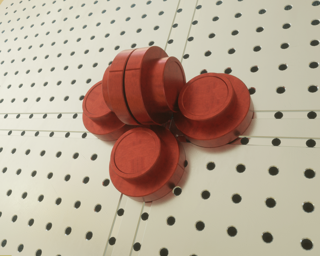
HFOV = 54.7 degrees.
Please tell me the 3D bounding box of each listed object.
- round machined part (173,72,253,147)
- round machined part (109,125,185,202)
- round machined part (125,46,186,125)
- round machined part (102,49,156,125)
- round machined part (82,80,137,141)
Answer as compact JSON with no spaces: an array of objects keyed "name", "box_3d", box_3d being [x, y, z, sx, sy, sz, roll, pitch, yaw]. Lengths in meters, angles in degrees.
[{"name":"round machined part","box_3d":[0.061,-0.029,0.381,0.098,0.042,0.098,-13,56,20]},{"name":"round machined part","box_3d":[-0.022,0.038,0.384,0.098,0.042,0.098,-13,56,20]},{"name":"round machined part","box_3d":[0.001,-0.053,0.385,0.042,0.098,0.098,-1,62,28]},{"name":"round machined part","box_3d":[-0.038,-0.053,0.404,0.042,0.098,0.098,1,62,29]},{"name":"round machined part","box_3d":[-0.074,-0.034,0.455,0.098,0.042,0.098,-13,56,20]}]
